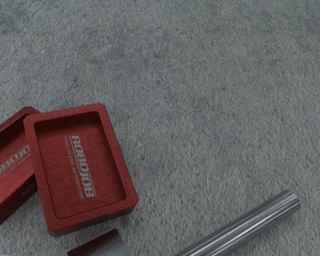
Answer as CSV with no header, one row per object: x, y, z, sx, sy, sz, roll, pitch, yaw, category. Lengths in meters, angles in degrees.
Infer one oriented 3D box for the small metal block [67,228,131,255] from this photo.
-0.052,0.126,0.283,0.050,0.025,0.050,-22,24,-18,small metal block

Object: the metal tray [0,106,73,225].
-0.173,0.039,0.365,0.090,0.030,0.131,28,55,21,metal tray

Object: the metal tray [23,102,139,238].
-0.088,0.040,0.337,0.091,0.030,0.130,-13,65,-22,metal tray

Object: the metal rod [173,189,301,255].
0.012,0.135,0.289,0.302,0.025,0.025,-23,54,-19,metal rod
